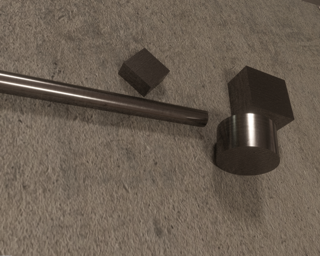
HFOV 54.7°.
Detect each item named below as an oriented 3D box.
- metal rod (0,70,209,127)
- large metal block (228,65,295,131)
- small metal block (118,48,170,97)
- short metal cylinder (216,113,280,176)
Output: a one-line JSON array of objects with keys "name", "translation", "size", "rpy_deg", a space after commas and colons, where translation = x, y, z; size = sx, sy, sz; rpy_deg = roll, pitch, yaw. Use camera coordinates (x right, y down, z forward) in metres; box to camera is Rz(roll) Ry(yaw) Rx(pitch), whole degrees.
[{"name": "metal rod", "translation": [-0.073, -0.035, 0.386], "size": [0.302, 0.025, 0.025], "rpy_deg": [9, 58, -24]}, {"name": "large metal block", "translation": [0.162, -0.045, 0.505], "size": [0.081, 0.050, 0.080], "rpy_deg": [15, 56, -20]}, {"name": "small metal block", "translation": [-0.022, -0.080, 0.442], "size": [0.050, 0.025, 0.050], "rpy_deg": [43, 51, 1]}, {"name": "short metal cylinder", "translation": [0.117, 0.024, 0.419], "size": [0.080, 0.080, 0.050], "rpy_deg": [20, 54, -17]}]
